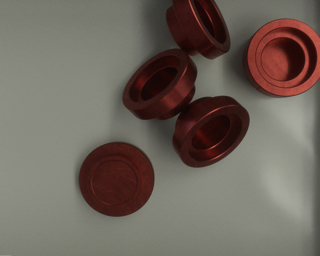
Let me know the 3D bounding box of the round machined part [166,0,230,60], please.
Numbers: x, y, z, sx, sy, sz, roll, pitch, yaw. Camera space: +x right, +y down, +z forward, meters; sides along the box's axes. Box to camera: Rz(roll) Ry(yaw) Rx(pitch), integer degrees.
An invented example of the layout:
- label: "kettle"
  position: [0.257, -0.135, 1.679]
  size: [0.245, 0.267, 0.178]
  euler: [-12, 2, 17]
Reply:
- label: "round machined part"
  position: [0.044, -0.129, 0.384]
  size: [0.042, 0.099, 0.098]
  euler: [-23, 90, 33]

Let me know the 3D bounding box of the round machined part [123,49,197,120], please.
- label: "round machined part"
  position: [0.004, -0.049, 0.384]
  size: [0.098, 0.098, 0.042]
  euler: [-45, 125, 0]

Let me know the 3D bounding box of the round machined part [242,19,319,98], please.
- label: "round machined part"
  position: [0.157, -0.088, 0.405]
  size: [0.099, 0.042, 0.097]
  euler: [0, 90, -1]

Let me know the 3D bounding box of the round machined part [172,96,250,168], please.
- label: "round machined part"
  position: [0.058, 0.000, 0.386]
  size: [0.098, 0.098, 0.042]
  euler: [-36, 49, 0]

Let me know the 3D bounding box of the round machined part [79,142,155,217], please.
- label: "round machined part"
  position: [-0.056, 0.067, 0.402]
  size: [0.099, 0.042, 0.097]
  euler: [0, 90, -1]
